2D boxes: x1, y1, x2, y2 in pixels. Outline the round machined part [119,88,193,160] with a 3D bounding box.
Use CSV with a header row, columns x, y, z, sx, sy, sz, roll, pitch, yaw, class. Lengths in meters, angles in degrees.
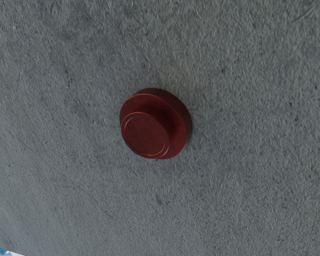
x,y,z,sx,sy,sz,roll,pitch,yaw,class
-0.011,0.001,0.403,0.098,0.042,0.097,13,124,21,round machined part
